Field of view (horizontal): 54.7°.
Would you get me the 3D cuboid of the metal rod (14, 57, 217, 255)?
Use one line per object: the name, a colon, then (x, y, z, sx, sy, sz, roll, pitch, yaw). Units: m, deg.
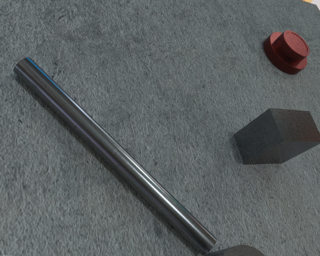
metal rod: (-0.052, 0.031, 0.357, 0.300, 0.025, 0.025, 44, 51, 2)

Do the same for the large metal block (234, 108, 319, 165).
large metal block: (0.171, 0.015, 0.454, 0.081, 0.080, 0.050, 2, 61, -28)

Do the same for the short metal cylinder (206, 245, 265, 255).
short metal cylinder: (0.080, 0.170, 0.329, 0.081, 0.050, 0.080, 14, 56, -21)

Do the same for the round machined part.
round machined part: (0.267, -0.162, 0.639, 0.099, 0.042, 0.098, 14, 56, -21)
